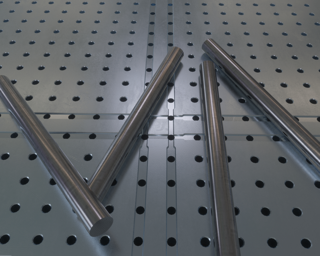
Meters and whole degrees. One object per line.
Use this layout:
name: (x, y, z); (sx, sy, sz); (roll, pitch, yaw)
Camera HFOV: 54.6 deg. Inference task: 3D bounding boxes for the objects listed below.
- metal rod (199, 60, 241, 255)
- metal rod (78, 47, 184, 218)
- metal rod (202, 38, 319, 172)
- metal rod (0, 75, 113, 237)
metal rod: (0.070, 0.018, 0.392); (0.025, 0.025, 0.300); (1, 50, 1)
metal rod: (-0.028, -0.017, 0.421); (0.025, 0.025, 0.301); (17, 52, 14)
metal rod: (0.148, -0.038, 0.440); (0.025, 0.025, 0.300); (-21, 53, -17)
metal rod: (-0.146, 0.012, 0.377); (0.025, 0.025, 0.300); (-31, 51, -23)
